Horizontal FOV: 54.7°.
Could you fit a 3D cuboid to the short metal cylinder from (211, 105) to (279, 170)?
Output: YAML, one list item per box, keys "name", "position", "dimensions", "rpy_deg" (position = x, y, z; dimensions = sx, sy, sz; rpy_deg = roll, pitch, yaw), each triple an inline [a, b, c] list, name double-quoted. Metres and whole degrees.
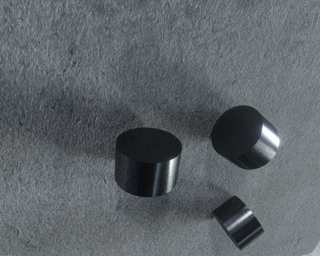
- name: "short metal cylinder"
  position: [0.122, 0.014, 0.446]
  dimensions: [0.050, 0.080, 0.080]
  rpy_deg: [33, 100, -38]

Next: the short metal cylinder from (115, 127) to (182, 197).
- name: "short metal cylinder"
  position: [-0.015, 0.041, 0.388]
  dimensions: [0.081, 0.080, 0.050]
  rpy_deg: [-8, 122, -24]

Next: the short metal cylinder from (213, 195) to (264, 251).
- name: "short metal cylinder"
  position: [0.138, 0.167, 0.550]
  dimensions: [0.050, 0.080, 0.080]
  rpy_deg: [-35, 129, -5]
